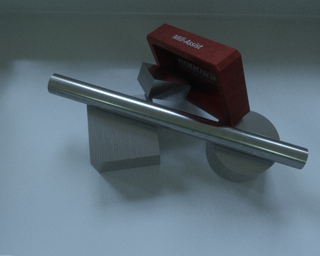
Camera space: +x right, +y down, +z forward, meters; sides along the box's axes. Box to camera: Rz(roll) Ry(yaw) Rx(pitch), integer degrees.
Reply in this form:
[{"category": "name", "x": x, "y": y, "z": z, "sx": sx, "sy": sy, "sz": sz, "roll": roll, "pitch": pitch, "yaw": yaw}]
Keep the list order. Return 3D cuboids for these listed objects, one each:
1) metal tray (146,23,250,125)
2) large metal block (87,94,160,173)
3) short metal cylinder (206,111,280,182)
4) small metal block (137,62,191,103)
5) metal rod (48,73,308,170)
[{"category": "metal tray", "x": 0.044, "y": -0.066, "z": 0.372, "sx": 0.030, "sy": 0.090, "sz": 0.130, "roll": -39, "pitch": 45, "yaw": -14}, {"category": "large metal block", "x": -0.045, "y": 0.007, "z": 0.392, "sx": 0.081, "sy": 0.050, "sz": 0.080, "roll": -7, "pitch": 70, "yaw": -3}, {"category": "short metal cylinder", "x": 0.101, "y": 0.024, "z": 0.387, "sx": 0.081, "sy": 0.050, "sz": 0.080, "roll": 0, "pitch": 70, "yaw": 0}, {"category": "small metal block", "x": 0.004, "y": -0.058, "z": 0.394, "sx": 0.050, "sy": 0.025, "sz": 0.050, "roll": 6, "pitch": 32, "yaw": -26}, {"category": "metal rod", "x": 0.015, "y": -0.010, "z": 0.358, "sx": 0.301, "sy": 0.025, "sz": 0.025, "roll": 17, "pitch": 71, "yaw": 5}]
